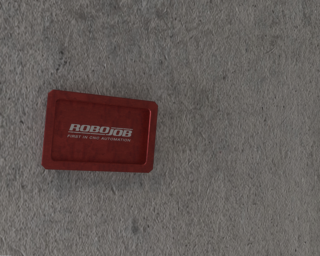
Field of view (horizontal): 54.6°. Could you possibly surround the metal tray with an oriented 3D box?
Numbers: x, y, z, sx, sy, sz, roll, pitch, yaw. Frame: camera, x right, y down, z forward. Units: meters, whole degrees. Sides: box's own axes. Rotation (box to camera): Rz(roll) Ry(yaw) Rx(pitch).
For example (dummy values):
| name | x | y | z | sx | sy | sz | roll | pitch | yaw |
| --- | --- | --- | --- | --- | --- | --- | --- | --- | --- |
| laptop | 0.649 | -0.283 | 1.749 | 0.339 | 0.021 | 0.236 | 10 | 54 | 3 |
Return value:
| name | x | y | z | sx | sy | sz | roll | pitch | yaw |
| --- | --- | --- | --- | --- | --- | --- | --- | --- | --- |
| metal tray | -0.071 | 0.006 | 0.379 | 0.131 | 0.030 | 0.090 | 5 | 88 | -20 |
